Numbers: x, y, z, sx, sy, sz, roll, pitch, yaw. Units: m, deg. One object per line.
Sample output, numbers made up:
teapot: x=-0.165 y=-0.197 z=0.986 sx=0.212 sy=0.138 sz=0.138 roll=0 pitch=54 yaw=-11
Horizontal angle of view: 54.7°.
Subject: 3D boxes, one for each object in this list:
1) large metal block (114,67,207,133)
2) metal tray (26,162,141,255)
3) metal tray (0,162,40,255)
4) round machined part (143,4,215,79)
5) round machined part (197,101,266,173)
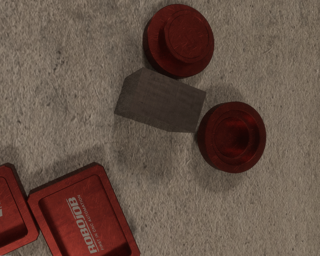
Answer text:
large metal block: x=-0.003 y=-0.030 z=0.380 sx=0.081 sy=0.080 sz=0.050 roll=19 pitch=84 yaw=-20
metal tray: x=-0.090 y=0.118 z=0.373 sx=0.091 sy=0.030 sz=0.129 roll=-24 pitch=98 yaw=-19
metal tray: x=-0.209 y=0.102 z=0.329 sx=0.131 sy=0.030 sz=0.090 roll=-22 pitch=98 yaw=-19
round machined part: x=0.030 y=-0.117 z=0.412 sx=0.099 sy=0.042 sz=0.097 roll=0 pitch=90 yaw=-21
round machined part: x=0.096 y=0.012 z=0.437 sx=0.099 sy=0.042 sz=0.097 roll=0 pitch=90 yaw=-21
